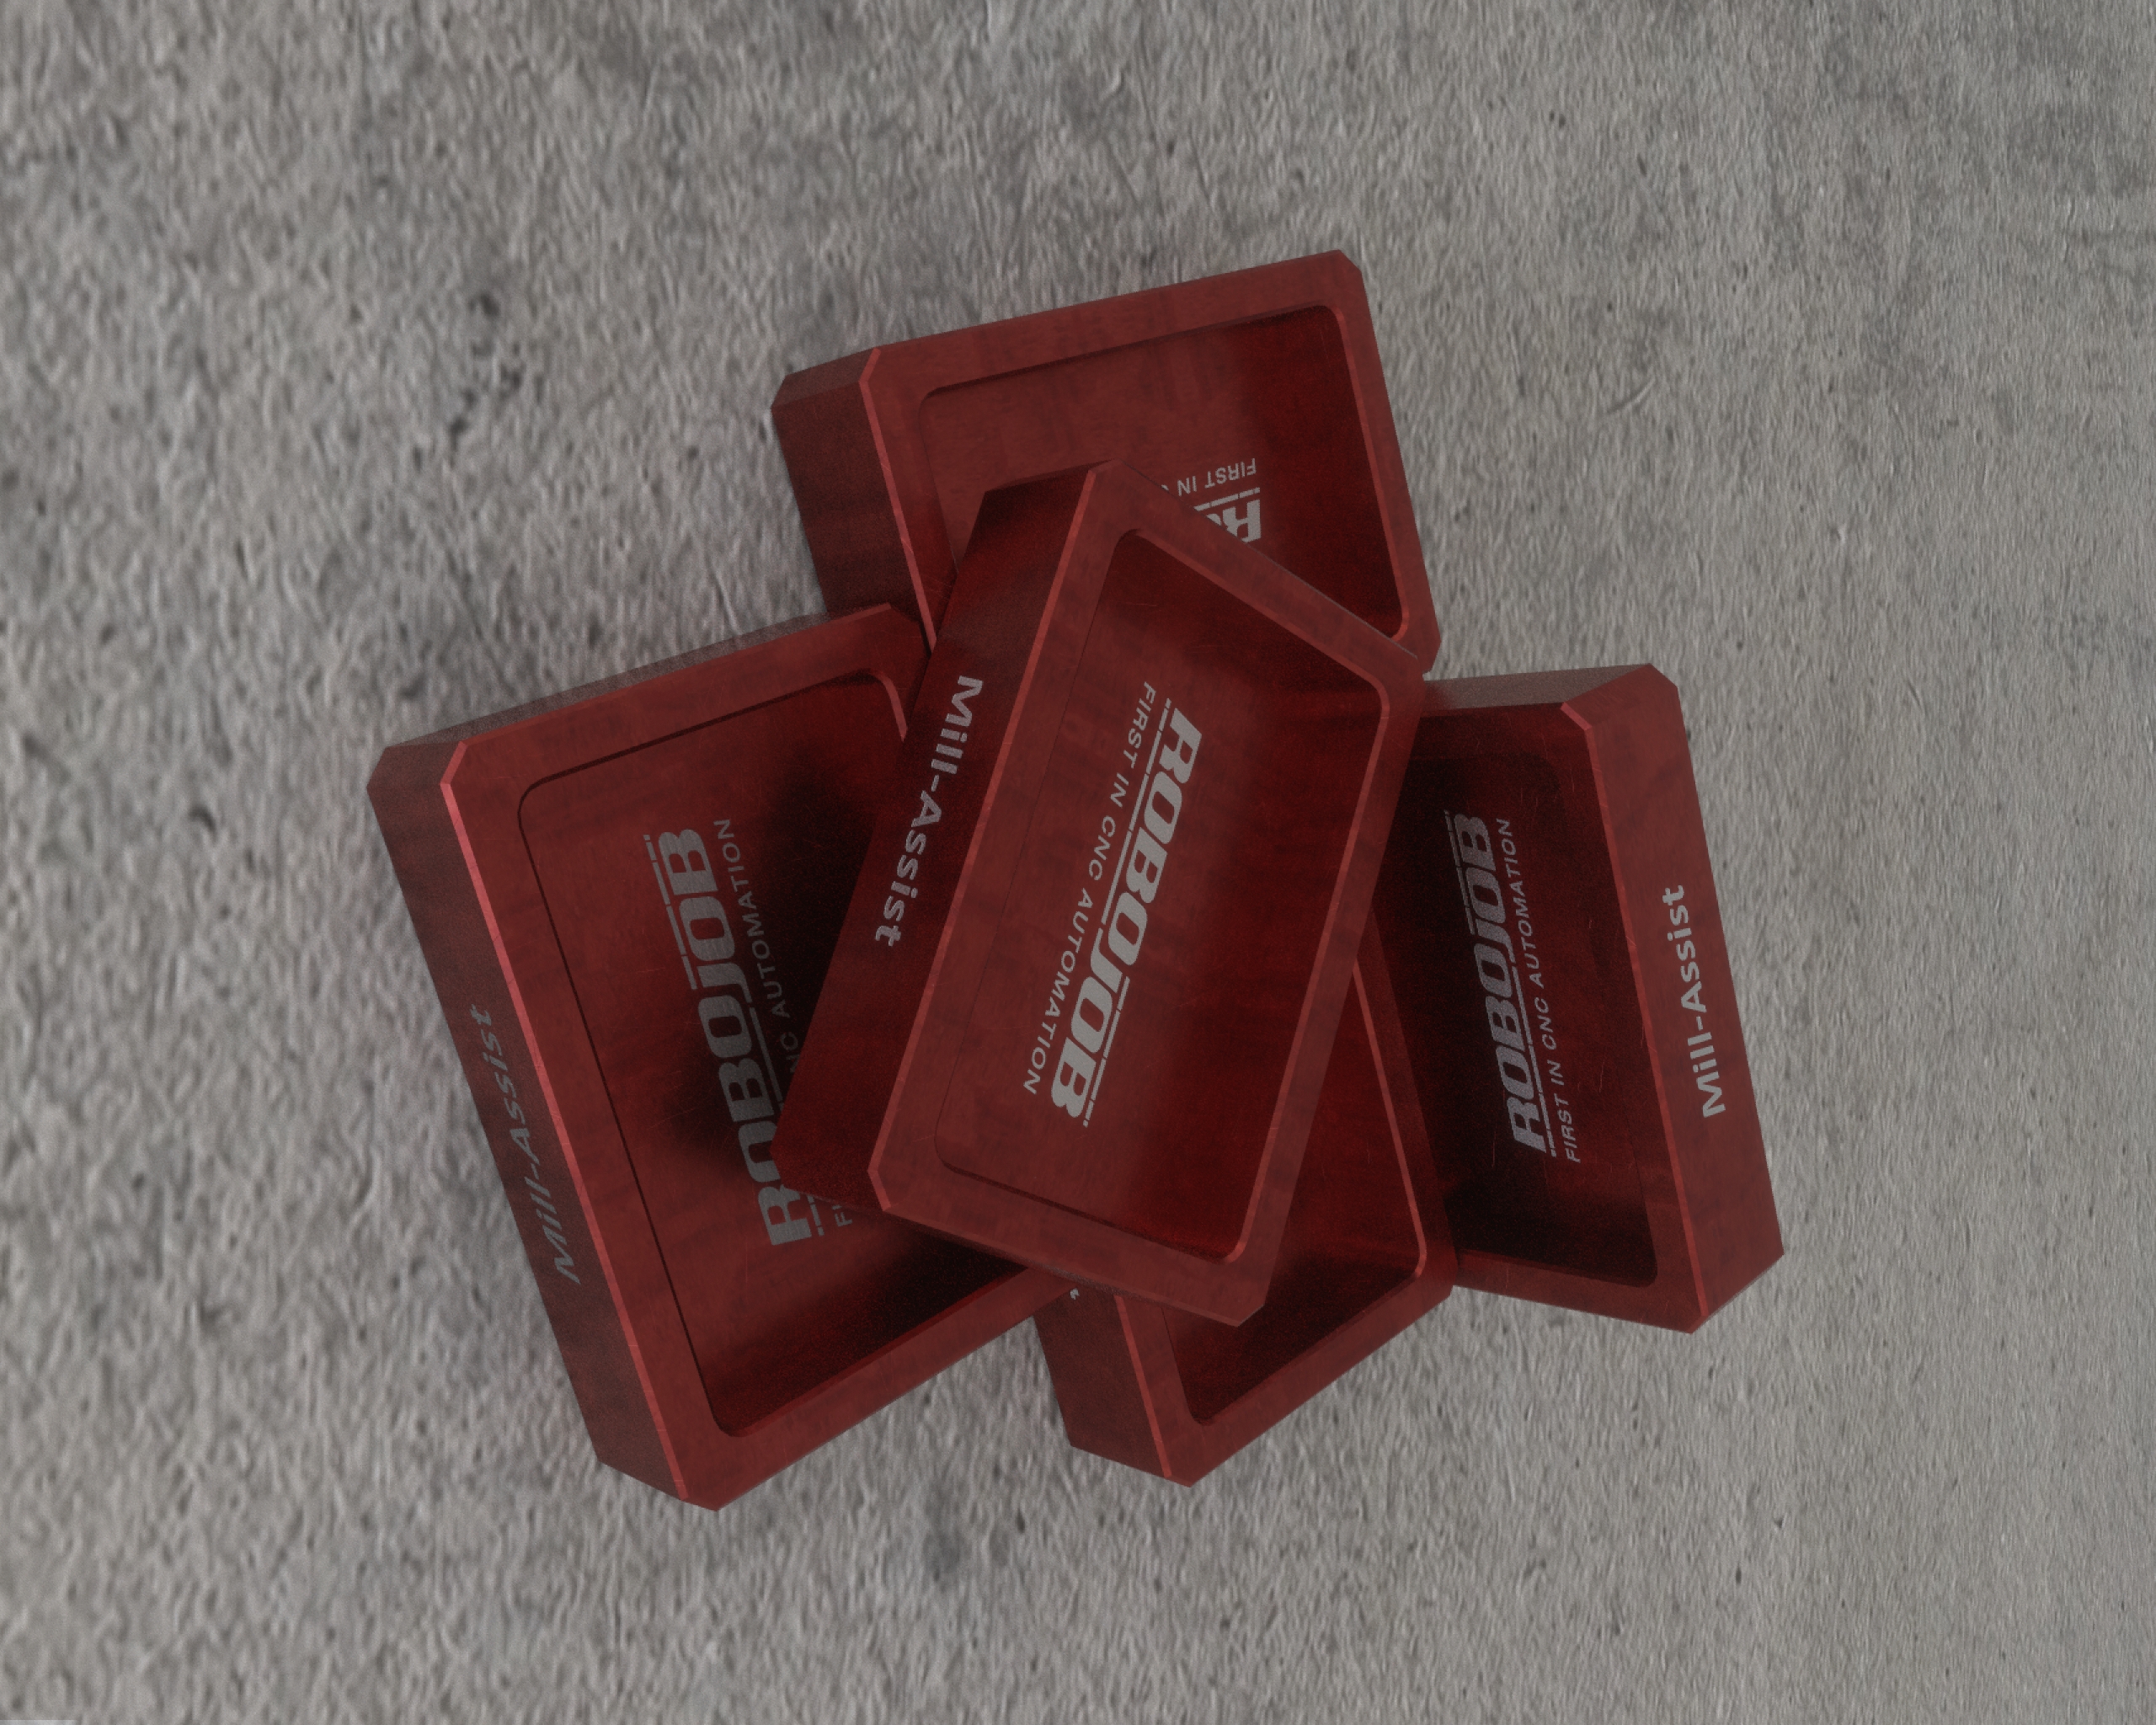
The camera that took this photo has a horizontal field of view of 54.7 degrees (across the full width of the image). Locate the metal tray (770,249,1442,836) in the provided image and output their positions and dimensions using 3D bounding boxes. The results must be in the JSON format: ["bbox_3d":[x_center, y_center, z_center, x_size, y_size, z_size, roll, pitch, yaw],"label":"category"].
[{"bbox_3d":[0.012,-0.064,0.410,0.131,0.030,0.089,-24,105,-37],"label":"metal tray"}]

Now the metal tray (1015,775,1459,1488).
[{"bbox_3d":[0.025,0.046,0.422,0.091,0.030,0.129,-25,106,-37],"label":"metal tray"}]

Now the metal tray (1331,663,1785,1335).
[{"bbox_3d":[0.090,0.027,0.436,0.030,0.090,0.129,-24,105,-38],"label":"metal tray"}]

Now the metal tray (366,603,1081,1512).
[{"bbox_3d":[-0.054,0.030,0.355,0.091,0.030,0.129,-25,106,-37],"label":"metal tray"}]

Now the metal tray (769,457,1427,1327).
[{"bbox_3d":[0.008,0.007,0.367,0.090,0.030,0.130,27,73,-37],"label":"metal tray"}]
